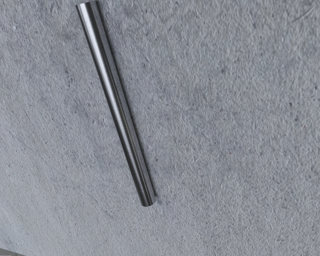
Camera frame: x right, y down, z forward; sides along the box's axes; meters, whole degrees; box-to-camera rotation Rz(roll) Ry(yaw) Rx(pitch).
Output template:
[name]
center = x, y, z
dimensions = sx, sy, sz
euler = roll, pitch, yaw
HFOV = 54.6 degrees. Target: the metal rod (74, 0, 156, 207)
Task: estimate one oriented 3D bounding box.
[metal rod]
center = -0.053, -0.016, 0.425
dimensions = 0.025, 0.025, 0.299
euler = 0, 118, 28
